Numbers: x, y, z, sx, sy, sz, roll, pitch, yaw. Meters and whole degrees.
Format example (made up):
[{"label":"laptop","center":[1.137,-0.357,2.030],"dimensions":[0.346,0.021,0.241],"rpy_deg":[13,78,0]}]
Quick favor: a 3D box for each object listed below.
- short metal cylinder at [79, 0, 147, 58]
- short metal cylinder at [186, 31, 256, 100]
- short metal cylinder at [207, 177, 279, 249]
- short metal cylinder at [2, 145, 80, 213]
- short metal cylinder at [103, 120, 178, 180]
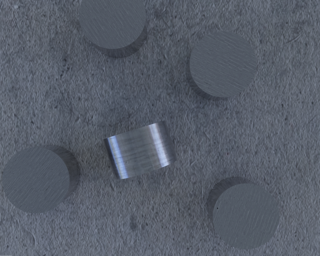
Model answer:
[{"label":"short metal cylinder","center":[-0.057,-0.135,0.397],"dimensions":[0.081,0.050,0.080],"rpy_deg":[0,90,0]},{"label":"short metal cylinder","center":[0.076,-0.077,0.398],"dimensions":[0.081,0.050,0.080],"rpy_deg":[0,90,0]},{"label":"short metal cylinder","center":[0.104,0.106,0.398],"dimensions":[0.081,0.050,0.080],"rpy_deg":[0,90,0]},{"label":"short metal cylinder","center":[-0.149,0.063,0.396],"dimensions":[0.081,0.050,0.080],"rpy_deg":[0,90,0]},{"label":"short metal cylinder","center":[-0.024,0.026,0.382],"dimensions":[0.080,0.080,0.050],"rpy_deg":[-17,90,0]}]
